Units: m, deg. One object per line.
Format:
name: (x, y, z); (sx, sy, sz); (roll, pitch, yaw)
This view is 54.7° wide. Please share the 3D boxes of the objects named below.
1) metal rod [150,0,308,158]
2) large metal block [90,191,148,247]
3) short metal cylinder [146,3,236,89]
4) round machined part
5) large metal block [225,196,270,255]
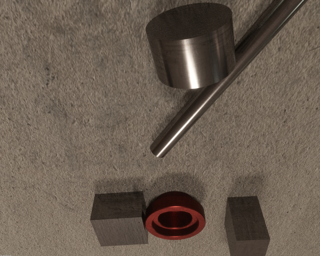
metal rod: (0.077, -0.064, 0.353); (0.025, 0.025, 0.298); (26, 125, -21)
large metal block: (-0.064, 0.154, 0.521); (0.080, 0.050, 0.080); (-4, 130, 3)
short metal cylinder: (0.031, -0.082, 0.302); (0.080, 0.080, 0.050); (-10, 130, 8)
round machined part: (0.025, 0.143, 0.519); (0.099, 0.042, 0.097); (-1, 130, 0)
large metal block: (0.143, 0.172, 0.520); (0.050, 0.080, 0.079); (-3, 130, 2)
